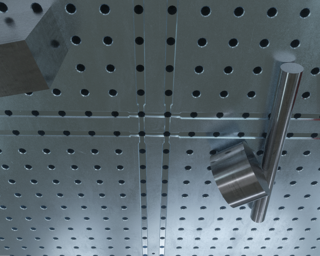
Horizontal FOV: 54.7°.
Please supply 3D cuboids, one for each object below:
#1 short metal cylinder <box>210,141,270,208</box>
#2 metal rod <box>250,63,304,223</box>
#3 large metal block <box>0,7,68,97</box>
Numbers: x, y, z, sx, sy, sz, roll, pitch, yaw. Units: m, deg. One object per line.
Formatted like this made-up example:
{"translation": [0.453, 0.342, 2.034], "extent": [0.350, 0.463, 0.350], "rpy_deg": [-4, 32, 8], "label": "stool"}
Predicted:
{"translation": [0.111, 0.065, 0.433], "extent": [0.050, 0.080, 0.080], "rpy_deg": [-27, 125, 21], "label": "short metal cylinder"}
{"translation": [0.162, 0.044, 0.451], "extent": [0.025, 0.025, 0.298], "rpy_deg": [-3, 130, 2], "label": "metal rod"}
{"translation": [-0.148, -0.075, 0.309], "extent": [0.080, 0.080, 0.050], "rpy_deg": [-8, 130, 6], "label": "large metal block"}
